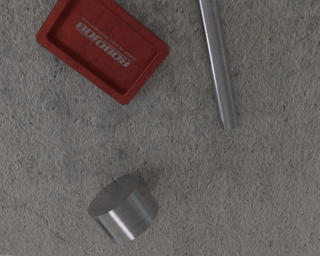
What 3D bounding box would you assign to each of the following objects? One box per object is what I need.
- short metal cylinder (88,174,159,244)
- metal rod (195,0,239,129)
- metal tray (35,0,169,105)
[{"bbox_3d":[-0.049,0.108,0.420,0.080,0.080,0.050,-29,108,10],"label":"short metal cylinder"},{"bbox_3d":[0.056,-0.139,0.359,0.025,0.025,0.298,-13,110,5],"label":"metal rod"},{"bbox_3d":[-0.065,-0.101,0.369,0.130,0.030,0.090,37,106,-13],"label":"metal tray"}]
